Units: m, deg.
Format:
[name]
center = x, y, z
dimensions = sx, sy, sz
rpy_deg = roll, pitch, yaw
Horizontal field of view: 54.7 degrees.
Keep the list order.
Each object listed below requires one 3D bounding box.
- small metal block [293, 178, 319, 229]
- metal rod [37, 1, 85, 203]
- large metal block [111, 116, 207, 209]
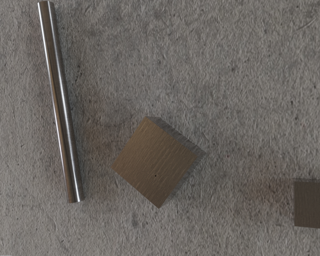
[small metal block]
center = 0.177, 0.084, 0.347
dimensions = 0.050, 0.025, 0.050
rpy_deg = 0, 90, 20
[metal rod]
center = -0.148, -0.040, 0.461
dimensions = 0.025, 0.025, 0.298
rpy_deg = -11, 86, 19
[large metal block]
center = -0.001, 0.041, 0.396
dimensions = 0.080, 0.050, 0.080
rpy_deg = 38, 102, 16
